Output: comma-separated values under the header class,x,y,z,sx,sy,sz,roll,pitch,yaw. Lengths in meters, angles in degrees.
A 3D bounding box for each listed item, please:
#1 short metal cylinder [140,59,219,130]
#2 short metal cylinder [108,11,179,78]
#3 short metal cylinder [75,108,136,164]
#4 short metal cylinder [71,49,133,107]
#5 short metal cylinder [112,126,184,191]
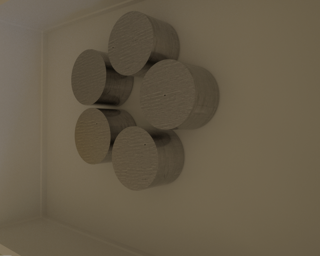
class,x,y,z,sx,sy,sz,roll,pitch,yaw
short metal cylinder,0.022,-0.038,0.370,0.080,0.050,0.080,0,90,40
short metal cylinder,-0.022,-0.106,0.406,0.080,0.050,0.080,0,90,40
short metal cylinder,-0.080,0.011,0.454,0.080,0.050,0.080,0,90,40
short metal cylinder,-0.087,-0.072,0.460,0.080,0.050,0.080,0,90,40
short metal cylinder,-0.016,0.037,0.402,0.080,0.050,0.080,0,90,40
